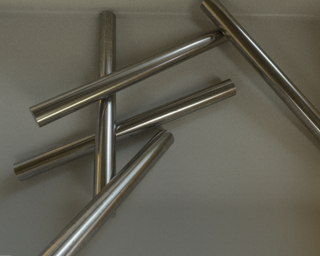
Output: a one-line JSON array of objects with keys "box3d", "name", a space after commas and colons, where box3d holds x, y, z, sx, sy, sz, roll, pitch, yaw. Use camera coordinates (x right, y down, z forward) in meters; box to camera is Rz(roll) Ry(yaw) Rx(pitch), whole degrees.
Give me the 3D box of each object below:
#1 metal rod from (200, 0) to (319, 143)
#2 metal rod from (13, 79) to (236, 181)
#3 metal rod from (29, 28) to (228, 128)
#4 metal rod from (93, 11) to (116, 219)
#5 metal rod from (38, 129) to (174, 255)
[{"box3d": [0.158, -0.063, 0.416, 0.025, 0.025, 0.300, -36, 81, -12], "name": "metal rod"}, {"box3d": [-0.039, -0.001, 0.409, 0.302, 0.025, 0.025, -22, 72, -8], "name": "metal rod"}, {"box3d": [-0.018, -0.078, 0.403, 0.302, 0.025, 0.025, -29, 72, -24], "name": "metal rod"}, {"box3d": [-0.069, -0.037, 0.401, 0.025, 0.025, 0.299, -4, 62, -1], "name": "metal rod"}, {"box3d": [-0.062, 0.084, 0.295, 0.025, 0.025, 0.302, 32, 40, 11], "name": "metal rod"}]
